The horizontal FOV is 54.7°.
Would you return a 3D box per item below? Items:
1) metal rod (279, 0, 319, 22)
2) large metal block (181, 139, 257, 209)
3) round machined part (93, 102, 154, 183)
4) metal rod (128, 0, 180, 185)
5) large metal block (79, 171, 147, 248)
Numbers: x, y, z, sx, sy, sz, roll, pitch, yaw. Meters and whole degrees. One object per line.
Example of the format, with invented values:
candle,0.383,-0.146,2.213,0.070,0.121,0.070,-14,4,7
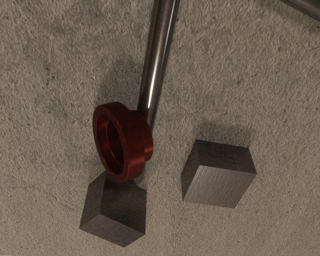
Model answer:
metal rod,0.061,-0.154,0.276,0.302,0.025,0.025,19,127,-16
large metal block,0.081,0.068,0.450,0.081,0.050,0.079,10,130,-9
round machined part,-0.044,0.015,0.382,0.042,0.098,0.097,-16,138,-30
metal rod,-0.013,-0.035,0.377,0.025,0.025,0.298,7,130,-7
large metal block,-0.068,0.123,0.475,0.080,0.080,0.050,34,122,-26
